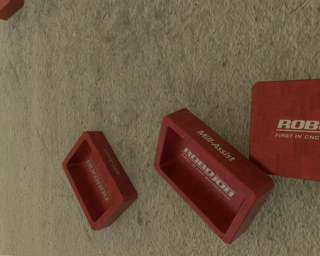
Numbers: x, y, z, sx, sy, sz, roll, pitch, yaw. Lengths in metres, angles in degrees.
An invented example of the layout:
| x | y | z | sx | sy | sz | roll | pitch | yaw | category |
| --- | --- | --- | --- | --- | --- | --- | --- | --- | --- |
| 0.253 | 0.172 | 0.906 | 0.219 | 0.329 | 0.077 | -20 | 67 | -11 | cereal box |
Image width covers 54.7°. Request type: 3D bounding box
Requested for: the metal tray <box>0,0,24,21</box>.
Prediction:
| x | y | z | sx | sy | sz | roll | pitch | yaw | category |
| --- | --- | --- | --- | --- | --- | --- | --- | --- | --- |
| -0.341 | -0.318 | 0.684 | 0.090 | 0.030 | 0.129 | -13 | 82 | 39 | metal tray |

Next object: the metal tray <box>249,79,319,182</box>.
| x | y | z | sx | sy | sz | roll | pitch | yaw | category |
| --- | --- | --- | --- | --- | --- | --- | --- | --- | --- |
| 0.149 | 0.002 | 0.278 | 0.130 | 0.030 | 0.089 | 3 | 92 | 40 | metal tray |

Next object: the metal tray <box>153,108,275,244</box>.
| x | y | z | sx | sy | sz | roll | pitch | yaw | category |
| --- | --- | --- | --- | --- | --- | --- | --- | --- | --- |
| 0.049 | 0.050 | 0.338 | 0.130 | 0.030 | 0.089 | 43 | 140 | 31 | metal tray |

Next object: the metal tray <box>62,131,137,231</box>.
| x | y | z | sx | sy | sz | roll | pitch | yaw | category |
| --- | --- | --- | --- | --- | --- | --- | --- | --- | --- |
| -0.098 | 0.079 | 0.482 | 0.090 | 0.030 | 0.130 | -49 | 61 | 29 | metal tray |
